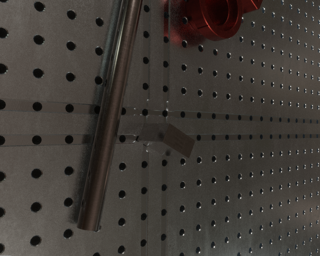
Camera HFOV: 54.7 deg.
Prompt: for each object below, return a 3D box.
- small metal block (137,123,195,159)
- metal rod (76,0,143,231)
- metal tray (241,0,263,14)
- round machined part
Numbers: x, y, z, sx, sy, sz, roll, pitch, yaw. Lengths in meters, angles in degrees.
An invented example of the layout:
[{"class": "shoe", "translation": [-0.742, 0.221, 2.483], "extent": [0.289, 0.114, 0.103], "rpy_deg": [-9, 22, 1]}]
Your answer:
[{"class": "small metal block", "translation": [0.008, 0.016, 0.402], "extent": [0.050, 0.050, 0.025], "rpy_deg": [33, 69, -35]}, {"class": "metal rod", "translation": [-0.055, -0.035, 0.364], "extent": [0.025, 0.025, 0.299], "rpy_deg": [16, 80, -39]}, {"class": "metal tray", "translation": [0.135, -0.272, 0.521], "extent": [0.130, 0.030, 0.090], "rpy_deg": [38, 67, -34]}, {"class": "round machined part", "translation": [0.077, -0.180, 0.465], "extent": [0.099, 0.042, 0.097], "rpy_deg": [0, 90, -40]}]
